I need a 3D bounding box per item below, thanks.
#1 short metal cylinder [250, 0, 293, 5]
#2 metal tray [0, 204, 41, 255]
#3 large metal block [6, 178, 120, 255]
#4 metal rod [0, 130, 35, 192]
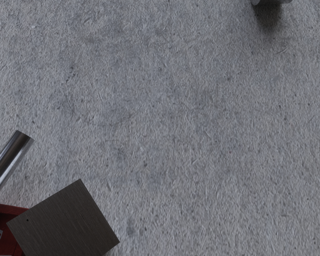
[{"bbox_3d":[0.169,-0.228,0.463,0.050,0.080,0.080,-3,70,-1],"label":"short metal cylinder"},{"bbox_3d":[-0.198,0.152,0.348,0.091,0.030,0.130,9,70,3],"label":"metal tray"},{"bbox_3d":[-0.103,0.113,0.334,0.081,0.050,0.080,-31,86,-25],"label":"large metal block"},{"bbox_3d":[-0.230,0.134,0.324,0.025,0.025,0.300,26,72,9],"label":"metal rod"}]
